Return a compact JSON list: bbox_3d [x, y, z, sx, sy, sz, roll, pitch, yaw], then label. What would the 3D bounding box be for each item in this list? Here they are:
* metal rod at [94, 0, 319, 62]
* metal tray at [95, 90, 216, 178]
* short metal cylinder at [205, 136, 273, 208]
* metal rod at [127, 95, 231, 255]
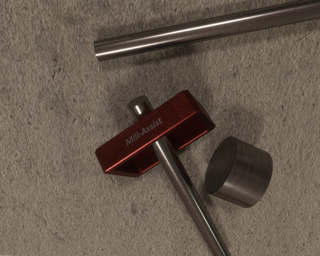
[{"bbox_3d":[0.072,-0.120,0.366,0.302,0.025,0.025,-10,110,3],"label":"metal rod"},{"bbox_3d":[-0.002,0.013,0.380,0.130,0.090,0.030,-34,68,11],"label":"metal tray"},{"bbox_3d":[0.100,0.057,0.403,0.050,0.080,0.080,24,108,-9],"label":"short metal cylinder"},{"bbox_3d":[0.037,0.087,0.421,0.025,0.025,0.299,-24,116,8],"label":"metal rod"}]
